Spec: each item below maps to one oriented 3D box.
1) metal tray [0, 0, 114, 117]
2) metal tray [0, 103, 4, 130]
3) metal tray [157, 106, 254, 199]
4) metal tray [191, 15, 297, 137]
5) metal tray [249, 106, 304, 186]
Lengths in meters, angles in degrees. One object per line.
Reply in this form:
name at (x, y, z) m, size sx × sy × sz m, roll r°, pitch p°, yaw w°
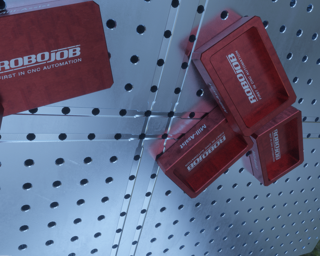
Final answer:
metal tray at (-0.118, -0.069, 0.301) m, size 0.131 × 0.030 × 0.089 m, roll -18°, pitch 126°, yaw -18°
metal tray at (-0.213, 0.012, 0.274) m, size 0.090 × 0.030 × 0.130 m, roll 27°, pitch 121°, yaw -37°
metal tray at (0.071, 0.037, 0.468) m, size 0.130 × 0.030 × 0.090 m, roll -42°, pitch 129°, yaw 0°
metal tray at (0.111, -0.065, 0.403) m, size 0.090 × 0.030 × 0.130 m, roll -36°, pitch 112°, yaw -4°
metal tray at (0.201, 0.032, 0.535) m, size 0.090 × 0.030 × 0.130 m, roll -31°, pitch 129°, yaw -9°
